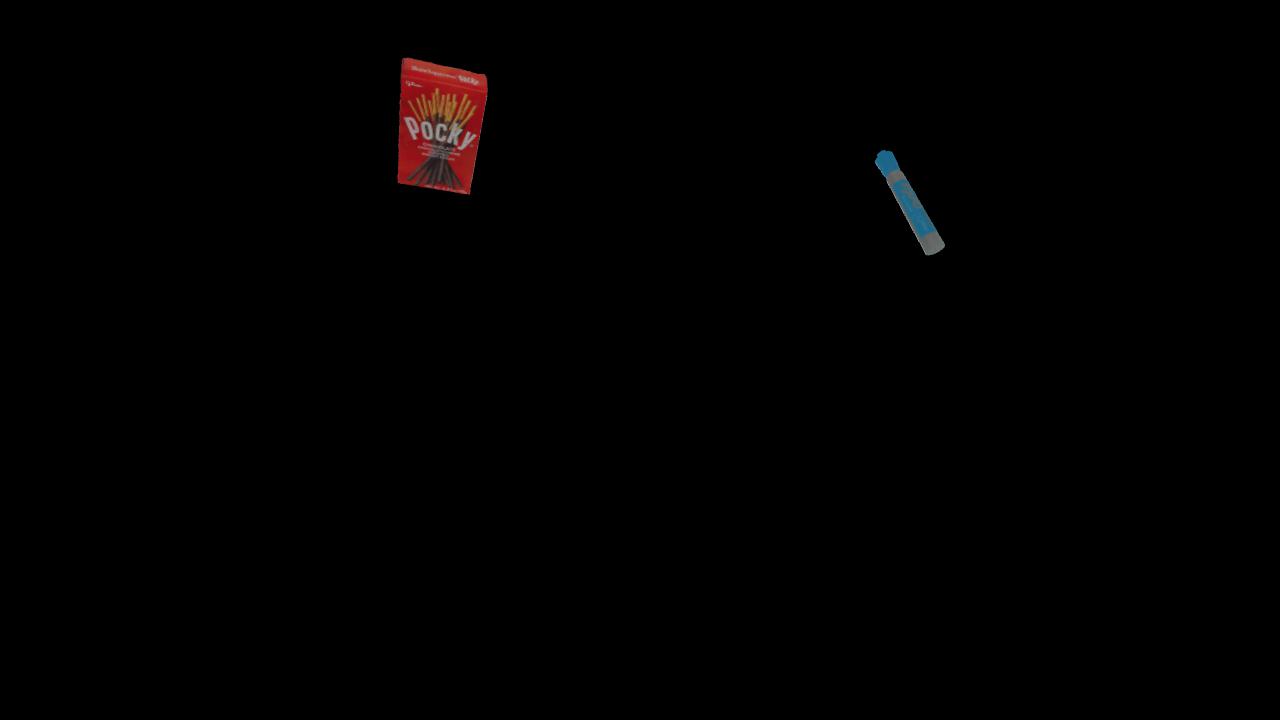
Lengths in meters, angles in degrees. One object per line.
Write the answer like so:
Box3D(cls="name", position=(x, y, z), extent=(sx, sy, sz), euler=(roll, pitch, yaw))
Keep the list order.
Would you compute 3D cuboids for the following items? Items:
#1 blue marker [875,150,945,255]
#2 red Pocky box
Box3D(cls="blue marker", position=(0.264, -0.158, 0.608), extent=(0.020, 0.121, 0.020), euler=(-16, -20, -6))
Box3D(cls="red Pocky box", position=(-0.216, -0.244, 0.662), extent=(0.083, 0.028, 0.155), euler=(5, -29, -20))
